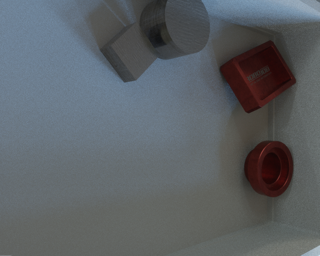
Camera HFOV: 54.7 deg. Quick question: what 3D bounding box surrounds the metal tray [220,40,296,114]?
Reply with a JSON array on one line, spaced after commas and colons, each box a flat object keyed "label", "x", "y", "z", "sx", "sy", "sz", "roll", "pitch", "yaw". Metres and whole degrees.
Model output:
[{"label": "metal tray", "x": 0.171, "y": -0.091, "z": 0.531, "sx": 0.131, "sy": 0.030, "sz": 0.090, "roll": -30, "pitch": 89, "yaw": -36}]

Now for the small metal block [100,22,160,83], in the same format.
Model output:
[{"label": "small metal block", "x": -0.036, "y": -0.092, "z": 0.378, "sx": 0.050, "sy": 0.025, "sz": 0.050, "roll": -52, "pitch": 121, "yaw": -27}]

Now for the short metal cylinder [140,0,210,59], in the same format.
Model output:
[{"label": "short metal cylinder", "x": 0.020, "y": -0.134, "z": 0.409, "sx": 0.081, "sy": 0.050, "sz": 0.079, "roll": 0, "pitch": 90, "yaw": -40}]

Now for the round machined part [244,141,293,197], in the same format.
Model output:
[{"label": "round machined part", "x": 0.190, "y": 0.071, "z": 0.553, "sx": 0.099, "sy": 0.042, "sz": 0.097, "roll": -1, "pitch": 91, "yaw": -33}]
